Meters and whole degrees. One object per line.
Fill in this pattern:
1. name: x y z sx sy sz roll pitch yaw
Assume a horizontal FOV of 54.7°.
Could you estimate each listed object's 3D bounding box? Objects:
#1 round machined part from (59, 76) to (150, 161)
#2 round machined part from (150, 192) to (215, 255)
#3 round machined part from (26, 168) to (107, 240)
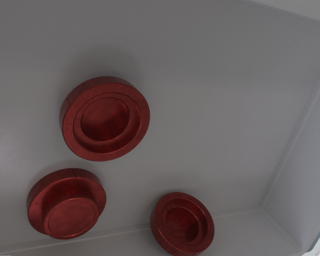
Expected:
1. round machined part: -0.065 -0.014 0.354 0.099 0.042 0.097 -14 124 -21
2. round machined part: 0.030 0.152 0.476 0.099 0.098 0.042 1 138 -29
3. round machined part: -0.116 0.103 0.398 0.099 0.042 0.097 -14 124 -21
